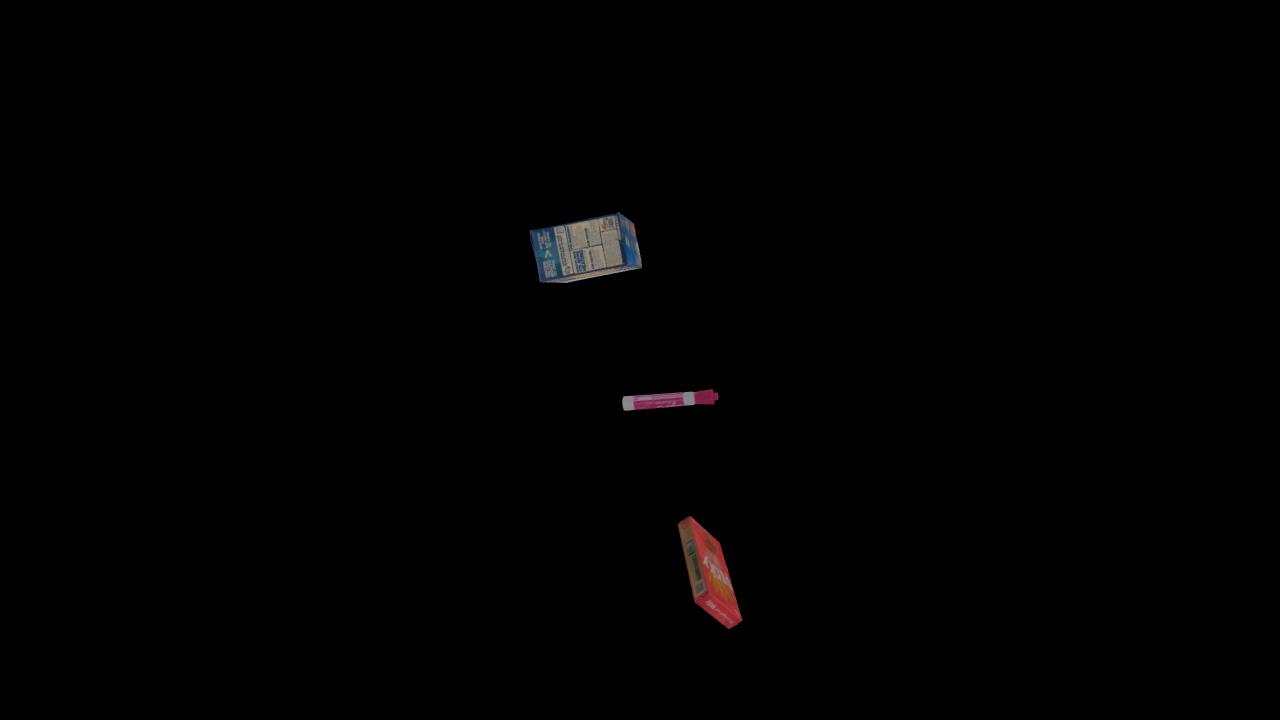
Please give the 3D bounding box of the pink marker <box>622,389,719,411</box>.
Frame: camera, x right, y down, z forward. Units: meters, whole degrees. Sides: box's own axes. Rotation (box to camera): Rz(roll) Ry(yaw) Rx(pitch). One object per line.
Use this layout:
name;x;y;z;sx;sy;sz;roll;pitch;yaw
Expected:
pink marker;0.038;0.050;0.771;0.121;0.020;0.020;-6;-1;15

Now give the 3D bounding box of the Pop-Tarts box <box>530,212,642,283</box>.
Pop-Tarts box;-0.080;-0.176;0.991;0.141;0.083;0.167;-10;5;9

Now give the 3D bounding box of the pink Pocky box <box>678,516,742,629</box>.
pink Pocky box;0.102;0.314;0.921;0.029;0.084;0.155;-38;26;14
